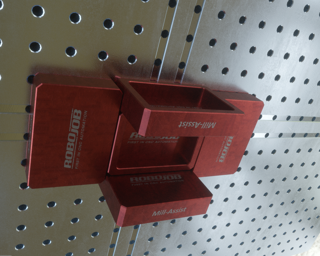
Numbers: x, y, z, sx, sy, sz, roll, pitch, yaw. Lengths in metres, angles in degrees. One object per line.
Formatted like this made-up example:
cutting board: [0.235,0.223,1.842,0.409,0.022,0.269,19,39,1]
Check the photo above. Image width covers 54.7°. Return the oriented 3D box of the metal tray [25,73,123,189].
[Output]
metal tray: [-0.101,0.007,0.357,0.091,0.030,0.129,1,118,-29]

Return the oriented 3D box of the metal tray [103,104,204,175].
metal tray: [-0.005,0.014,0.413,0.131,0.030,0.089,1,118,-29]

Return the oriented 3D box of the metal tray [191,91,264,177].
metal tray: [0.093,0.011,0.466,0.091,0.030,0.129,0,118,-30]

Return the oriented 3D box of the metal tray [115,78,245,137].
metal tray: [0.022,-0.025,0.367,0.131,0.090,0.030,1,118,-29]

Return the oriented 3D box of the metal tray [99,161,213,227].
metal tray: [-0.007,0.081,0.415,0.131,0.090,0.030,1,118,-29]
